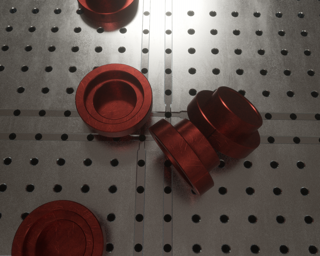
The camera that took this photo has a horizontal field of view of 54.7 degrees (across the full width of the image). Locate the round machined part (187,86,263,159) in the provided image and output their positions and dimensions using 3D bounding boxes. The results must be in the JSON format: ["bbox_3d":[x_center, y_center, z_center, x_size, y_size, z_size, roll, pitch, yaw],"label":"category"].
[{"bbox_3d":[0.085,-0.013,0.380,0.099,0.042,0.098,25,35,-19],"label":"round machined part"}]

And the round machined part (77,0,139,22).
[{"bbox_3d":[-0.083,-0.217,0.481,0.099,0.042,0.098,0,70,-1],"label":"round machined part"}]

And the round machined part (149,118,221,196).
[{"bbox_3d":[0.033,0.028,0.361,0.042,0.098,0.098,-37,74,-5],"label":"round machined part"}]

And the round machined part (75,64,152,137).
[{"bbox_3d":[-0.059,-0.033,0.414,0.099,0.042,0.098,0,70,-1],"label":"round machined part"}]

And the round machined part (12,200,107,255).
[{"bbox_3d":[-0.110,0.134,0.352,0.099,0.042,0.098,0,70,-1],"label":"round machined part"}]
